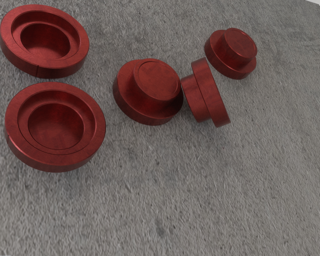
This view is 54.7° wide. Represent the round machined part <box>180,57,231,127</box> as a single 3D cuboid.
[{"bbox_3d":[0.061,-0.045,0.431,0.098,0.042,0.098,-22,90,-78],"label":"round machined part"}]

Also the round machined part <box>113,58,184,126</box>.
[{"bbox_3d":[-0.011,-0.055,0.421,0.099,0.042,0.098,14,56,-21],"label":"round machined part"}]

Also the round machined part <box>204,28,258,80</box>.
[{"bbox_3d":[0.132,-0.137,0.547,0.099,0.042,0.098,14,56,-21],"label":"round machined part"}]

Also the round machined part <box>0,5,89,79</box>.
[{"bbox_3d":[-0.140,-0.099,0.378,0.099,0.042,0.098,14,56,-21],"label":"round machined part"}]

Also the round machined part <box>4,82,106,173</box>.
[{"bbox_3d":[-0.112,0.002,0.331,0.099,0.042,0.098,14,56,-21],"label":"round machined part"}]
